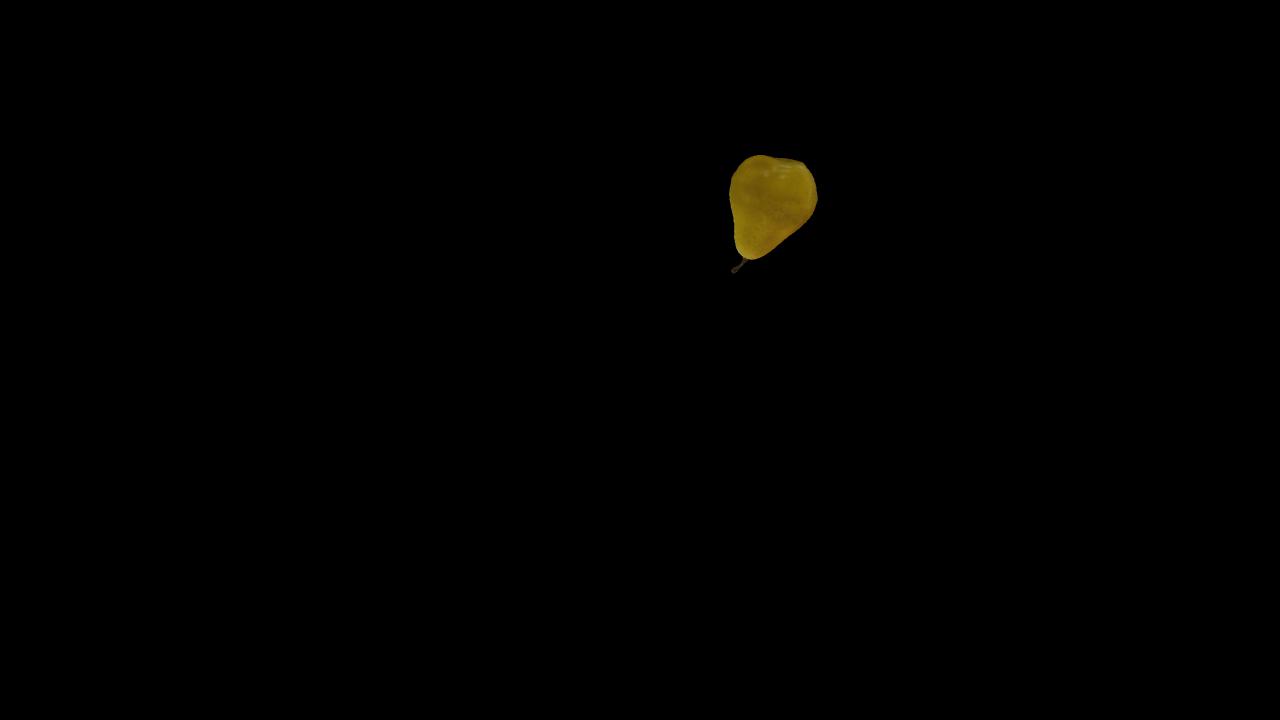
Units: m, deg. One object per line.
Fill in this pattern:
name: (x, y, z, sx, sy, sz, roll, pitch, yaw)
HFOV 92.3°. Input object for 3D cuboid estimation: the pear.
pear: (0.117, -0.130, 0.570, 0.080, 0.111, 0.080, 7, 24, -3)
